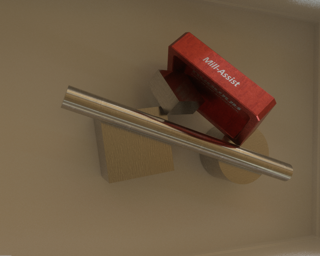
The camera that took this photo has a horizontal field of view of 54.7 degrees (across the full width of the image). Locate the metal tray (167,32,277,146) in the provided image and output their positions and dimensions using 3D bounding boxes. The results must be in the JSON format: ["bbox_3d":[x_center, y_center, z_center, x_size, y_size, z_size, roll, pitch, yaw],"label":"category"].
[{"bbox_3d":[0.065,-0.044,0.373,0.130,0.090,0.030,43,74,15],"label":"metal tray"}]

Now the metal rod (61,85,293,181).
[{"bbox_3d":[0.036,0.014,0.369,0.302,0.025,0.025,19,84,-20],"label":"metal rod"}]

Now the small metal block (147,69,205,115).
[{"bbox_3d":[0.020,-0.044,0.382,0.050,0.025,0.050,-5,56,-47],"label":"small metal block"}]

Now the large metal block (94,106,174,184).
[{"bbox_3d":[-0.034,0.018,0.385,0.081,0.050,0.079,-8,93,-20],"label":"large metal block"}]

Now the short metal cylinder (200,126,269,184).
[{"bbox_3d":[0.104,0.035,0.436,0.081,0.050,0.079,0,90,-21],"label":"short metal cylinder"}]
